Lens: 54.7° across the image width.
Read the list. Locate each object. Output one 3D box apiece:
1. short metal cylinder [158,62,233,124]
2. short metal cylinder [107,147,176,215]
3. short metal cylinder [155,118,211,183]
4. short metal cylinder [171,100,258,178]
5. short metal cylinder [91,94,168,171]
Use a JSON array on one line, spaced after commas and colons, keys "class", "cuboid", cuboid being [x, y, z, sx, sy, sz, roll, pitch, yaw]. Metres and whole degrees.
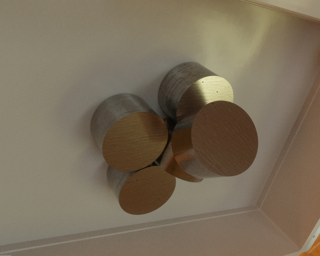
[{"class": "short metal cylinder", "cuboid": [0.045, -0.037, 0.394, 0.081, 0.050, 0.079, -14, 125, -21]}, {"class": "short metal cylinder", "cuboid": [-0.026, 0.070, 0.421, 0.081, 0.050, 0.079, -14, 125, -21]}, {"class": "short metal cylinder", "cuboid": [0.034, 0.027, 0.409, 0.081, 0.080, 0.050, 14, 111, -34]}, {"class": "short metal cylinder", "cuboid": [0.059, 0.015, 0.343, 0.081, 0.050, 0.080, 5, 77, -21]}, {"class": "short metal cylinder", "cuboid": [-0.037, 0.005, 0.374, 0.081, 0.050, 0.079, -14, 125, -21]}]
